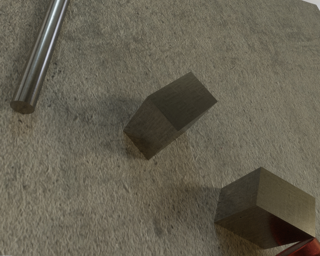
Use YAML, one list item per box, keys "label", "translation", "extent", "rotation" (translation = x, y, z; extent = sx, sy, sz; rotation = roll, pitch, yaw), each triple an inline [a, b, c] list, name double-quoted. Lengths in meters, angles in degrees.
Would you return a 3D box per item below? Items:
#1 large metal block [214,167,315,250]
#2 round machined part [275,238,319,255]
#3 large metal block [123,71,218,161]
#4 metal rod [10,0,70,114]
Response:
- label: "large metal block"
  translation: [0.126, 0.101, 0.377]
  extent: [0.080, 0.080, 0.050]
  rotation: [30, 52, -10]
- label: "round machined part"
  translation: [0.158, 0.158, 0.349]
  extent: [0.099, 0.097, 0.042]
  rotation: [-14, 62, -34]
- label: "large metal block"
  translation: [0.012, -0.015, 0.385]
  extent: [0.050, 0.080, 0.081]
  rotation: [50, 51, 6]
- label: "metal rod"
  translation: [-0.143, -0.148, 0.417]
  extent: [0.025, 0.025, 0.300]
  rotation: [16, 55, -20]
